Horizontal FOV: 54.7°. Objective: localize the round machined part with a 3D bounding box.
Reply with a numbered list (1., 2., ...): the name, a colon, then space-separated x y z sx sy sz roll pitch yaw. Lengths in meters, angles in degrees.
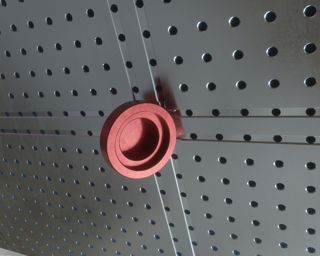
1. round machined part: -0.031 0.012 0.398 0.042 0.099 0.097 22 134 55
